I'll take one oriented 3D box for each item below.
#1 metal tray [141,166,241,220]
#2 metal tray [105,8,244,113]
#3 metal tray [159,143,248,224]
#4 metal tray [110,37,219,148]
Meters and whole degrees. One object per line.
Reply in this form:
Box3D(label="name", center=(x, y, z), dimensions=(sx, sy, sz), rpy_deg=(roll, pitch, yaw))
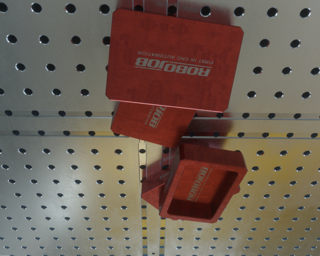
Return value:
Box3D(label="metal tray", center=(0.047, 0.092, 0.488), dimensions=(0.130, 0.030, 0.090), rpy_deg=(-32, 124, 23))
Box3D(label="metal tray", center=(0.013, -0.069, 0.326), dimensions=(0.131, 0.030, 0.089), rpy_deg=(6, 108, -8))
Box3D(label="metal tray", center=(0.056, 0.083, 0.439), dimensions=(0.091, 0.030, 0.129), rpy_deg=(9, 130, -9))
Box3D(label="metal tray", center=(0.001, -0.039, 0.375), dimensions=(0.091, 0.030, 0.129), rpy_deg=(16, 128, -14))
